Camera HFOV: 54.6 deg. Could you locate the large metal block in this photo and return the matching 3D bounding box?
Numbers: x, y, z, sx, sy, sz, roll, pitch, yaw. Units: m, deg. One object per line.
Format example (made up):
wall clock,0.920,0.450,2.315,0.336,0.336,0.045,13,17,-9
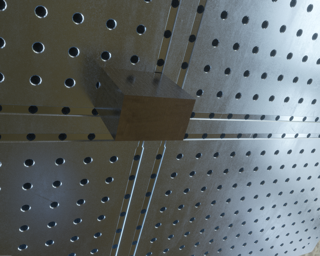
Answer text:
large metal block,-0.020,-0.027,0.347,0.081,0.080,0.050,1,118,-29
